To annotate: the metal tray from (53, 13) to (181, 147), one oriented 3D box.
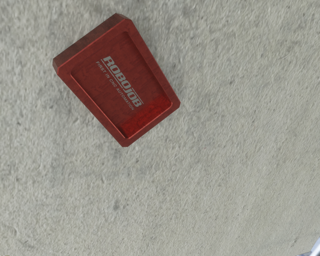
[{"bbox_3d":[-0.043,-0.048,0.351,0.090,0.030,0.130,-38,130,-3],"label":"metal tray"}]
